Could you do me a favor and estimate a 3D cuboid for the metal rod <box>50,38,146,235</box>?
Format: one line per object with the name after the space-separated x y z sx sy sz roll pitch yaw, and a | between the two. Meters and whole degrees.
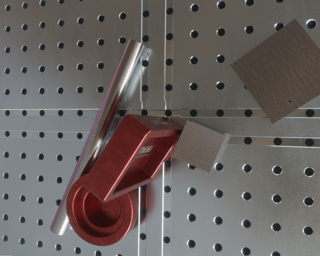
-0.092 0.018 0.443 0.025 0.025 0.298 27 99 17 | metal rod

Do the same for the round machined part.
-0.075 0.107 0.428 0.098 0.042 0.097 0 91 18 | round machined part

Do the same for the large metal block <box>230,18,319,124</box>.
0.139 -0.059 0.350 0.080 0.050 0.080 -35 79 16 | large metal block

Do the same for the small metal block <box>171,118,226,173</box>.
0.048 0.021 0.389 0.050 0.025 0.050 23 98 4 | small metal block

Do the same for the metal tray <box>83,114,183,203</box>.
-0.023 0.031 0.364 0.030 0.130 0.090 36 102 16 | metal tray
